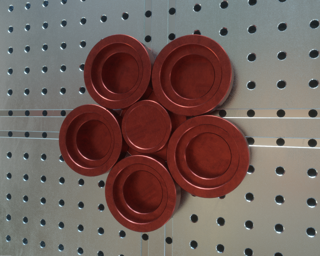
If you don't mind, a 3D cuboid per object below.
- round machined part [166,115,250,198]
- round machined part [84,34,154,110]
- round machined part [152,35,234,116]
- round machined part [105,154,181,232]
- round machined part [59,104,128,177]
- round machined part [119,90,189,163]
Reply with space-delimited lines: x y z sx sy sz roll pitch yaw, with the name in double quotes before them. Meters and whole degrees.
"round machined part" 0.061 0.033 0.382 0.098 0.042 0.097 0 90 20
"round machined part" -0.050 -0.073 0.421 0.098 0.042 0.097 0 90 20
"round machined part" 0.043 -0.063 0.388 0.098 0.042 0.097 0 90 20
"round machined part" -0.019 0.083 0.410 0.098 0.042 0.097 0 90 20
"round machined part" -0.088 0.016 0.435 0.098 0.042 0.097 0 90 20
"round machined part" -0.011 -0.001 0.407 0.098 0.042 0.097 0 90 20
